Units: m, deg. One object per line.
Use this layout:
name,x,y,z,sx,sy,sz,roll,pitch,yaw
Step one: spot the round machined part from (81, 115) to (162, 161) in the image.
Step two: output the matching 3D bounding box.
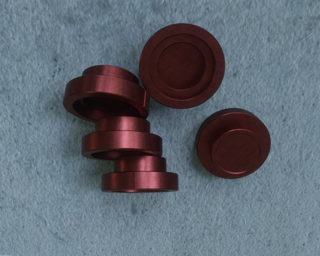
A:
round machined part,-0.046,0.014,0.385,0.099,0.098,0.042,-1,76,0

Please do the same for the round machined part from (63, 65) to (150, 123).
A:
round machined part,-0.060,-0.039,0.366,0.099,0.098,0.042,5,70,-3

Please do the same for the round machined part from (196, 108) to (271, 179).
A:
round machined part,0.099,0.026,0.412,0.099,0.042,0.097,0,110,-1

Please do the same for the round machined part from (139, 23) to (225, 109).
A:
round machined part,0.025,-0.075,0.373,0.099,0.042,0.097,-1,110,-1

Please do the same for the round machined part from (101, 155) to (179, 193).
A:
round machined part,-0.026,0.061,0.403,0.099,0.098,0.042,-1,76,0
